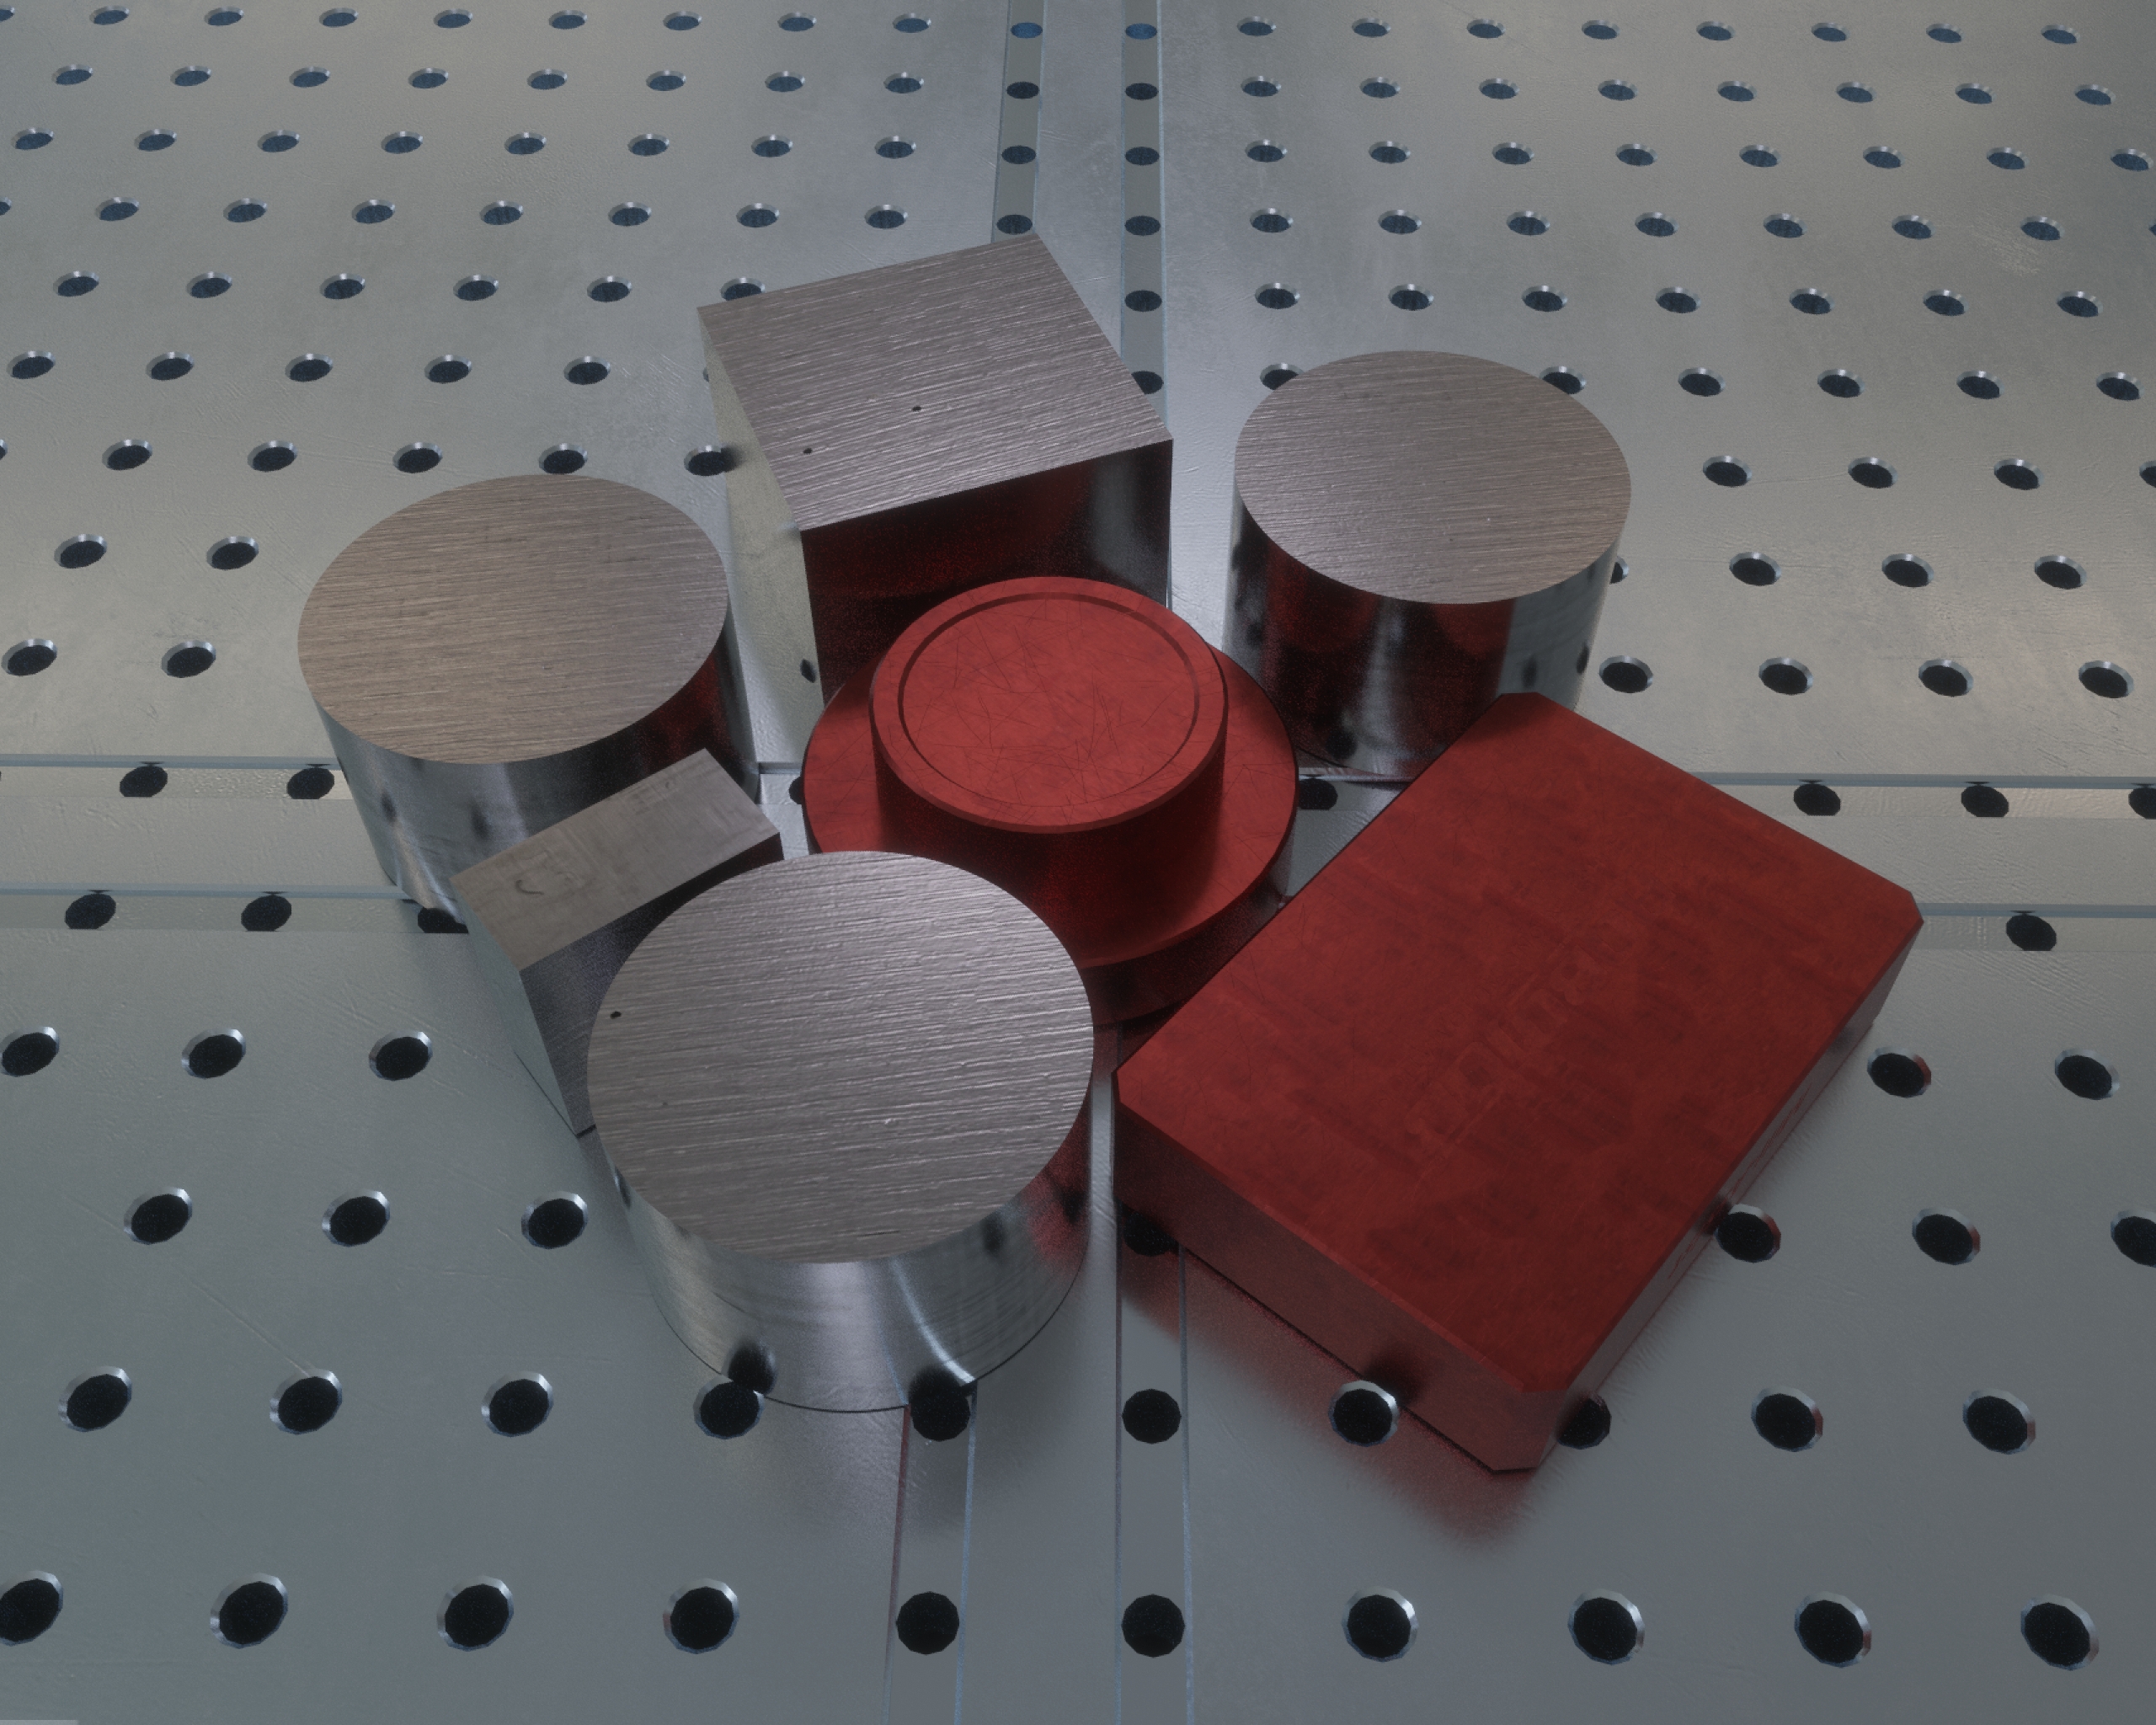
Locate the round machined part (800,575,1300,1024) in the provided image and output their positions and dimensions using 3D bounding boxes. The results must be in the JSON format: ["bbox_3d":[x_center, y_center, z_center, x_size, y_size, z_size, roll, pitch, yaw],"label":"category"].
[{"bbox_3d":[-0.006,-0.019,0.411,0.099,0.042,0.098,0,50,0],"label":"round machined part"}]

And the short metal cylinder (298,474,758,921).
[{"bbox_3d":[-0.107,-0.032,0.417,0.080,0.050,0.080,0,50,0],"label":"short metal cylinder"}]

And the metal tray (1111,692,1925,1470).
[{"bbox_3d":[0.079,0.032,0.376,0.090,0.030,0.131,33,57,25],"label":"metal tray"}]

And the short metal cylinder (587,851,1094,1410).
[{"bbox_3d":[-0.038,0.044,0.353,0.080,0.050,0.080,0,50,0],"label":"short metal cylinder"}]

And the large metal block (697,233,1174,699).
[{"bbox_3d":[-0.032,-0.090,0.466,0.081,0.050,0.080,-17,52,-14],"label":"large metal block"}]

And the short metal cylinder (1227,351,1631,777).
[{"bbox_3d":[0.072,-0.064,0.445,0.080,0.050,0.080,0,50,0],"label":"short metal cylinder"}]

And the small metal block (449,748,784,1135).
[{"bbox_3d":[-0.079,0.015,0.377,0.050,0.050,0.025,-30,56,-23],"label":"small metal block"}]
